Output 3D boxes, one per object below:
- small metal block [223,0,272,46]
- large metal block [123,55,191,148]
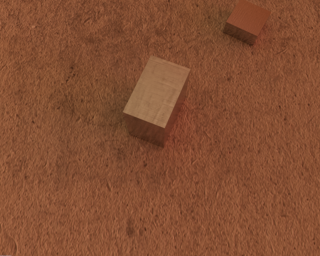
[{"bbox_3d":[0.131,-0.160,0.468,0.050,0.025,0.050,29,72,10],"label":"small metal block"},{"bbox_3d":[-0.003,-0.030,0.390,0.050,0.080,0.080,21,72,7],"label":"large metal block"}]
